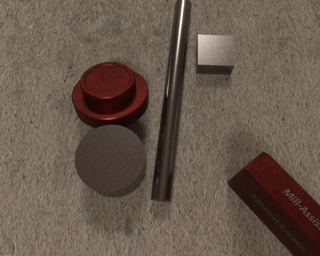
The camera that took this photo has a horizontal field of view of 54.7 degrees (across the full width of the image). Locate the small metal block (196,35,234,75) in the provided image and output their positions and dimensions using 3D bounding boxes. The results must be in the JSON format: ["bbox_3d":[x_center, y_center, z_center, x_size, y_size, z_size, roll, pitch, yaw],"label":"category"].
[{"bbox_3d":[0.079,-0.106,0.448,0.050,0.025,0.050,2,70,0],"label":"small metal block"}]

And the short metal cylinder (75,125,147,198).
[{"bbox_3d":[-0.058,0.042,0.379,0.081,0.050,0.080,0,70,-1],"label":"short metal cylinder"}]

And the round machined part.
[{"bbox_3d":[-0.065,-0.048,0.400,0.099,0.042,0.098,0,50,1],"label":"round machined part"}]

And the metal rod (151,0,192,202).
[{"bbox_3d":[0.019,-0.051,0.427,0.025,0.025,0.299,7,70,2],"label":"metal rod"}]

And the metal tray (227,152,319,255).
[{"bbox_3d":[0.138,0.093,0.341,0.030,0.090,0.130,-39,75,-13],"label":"metal tray"}]
